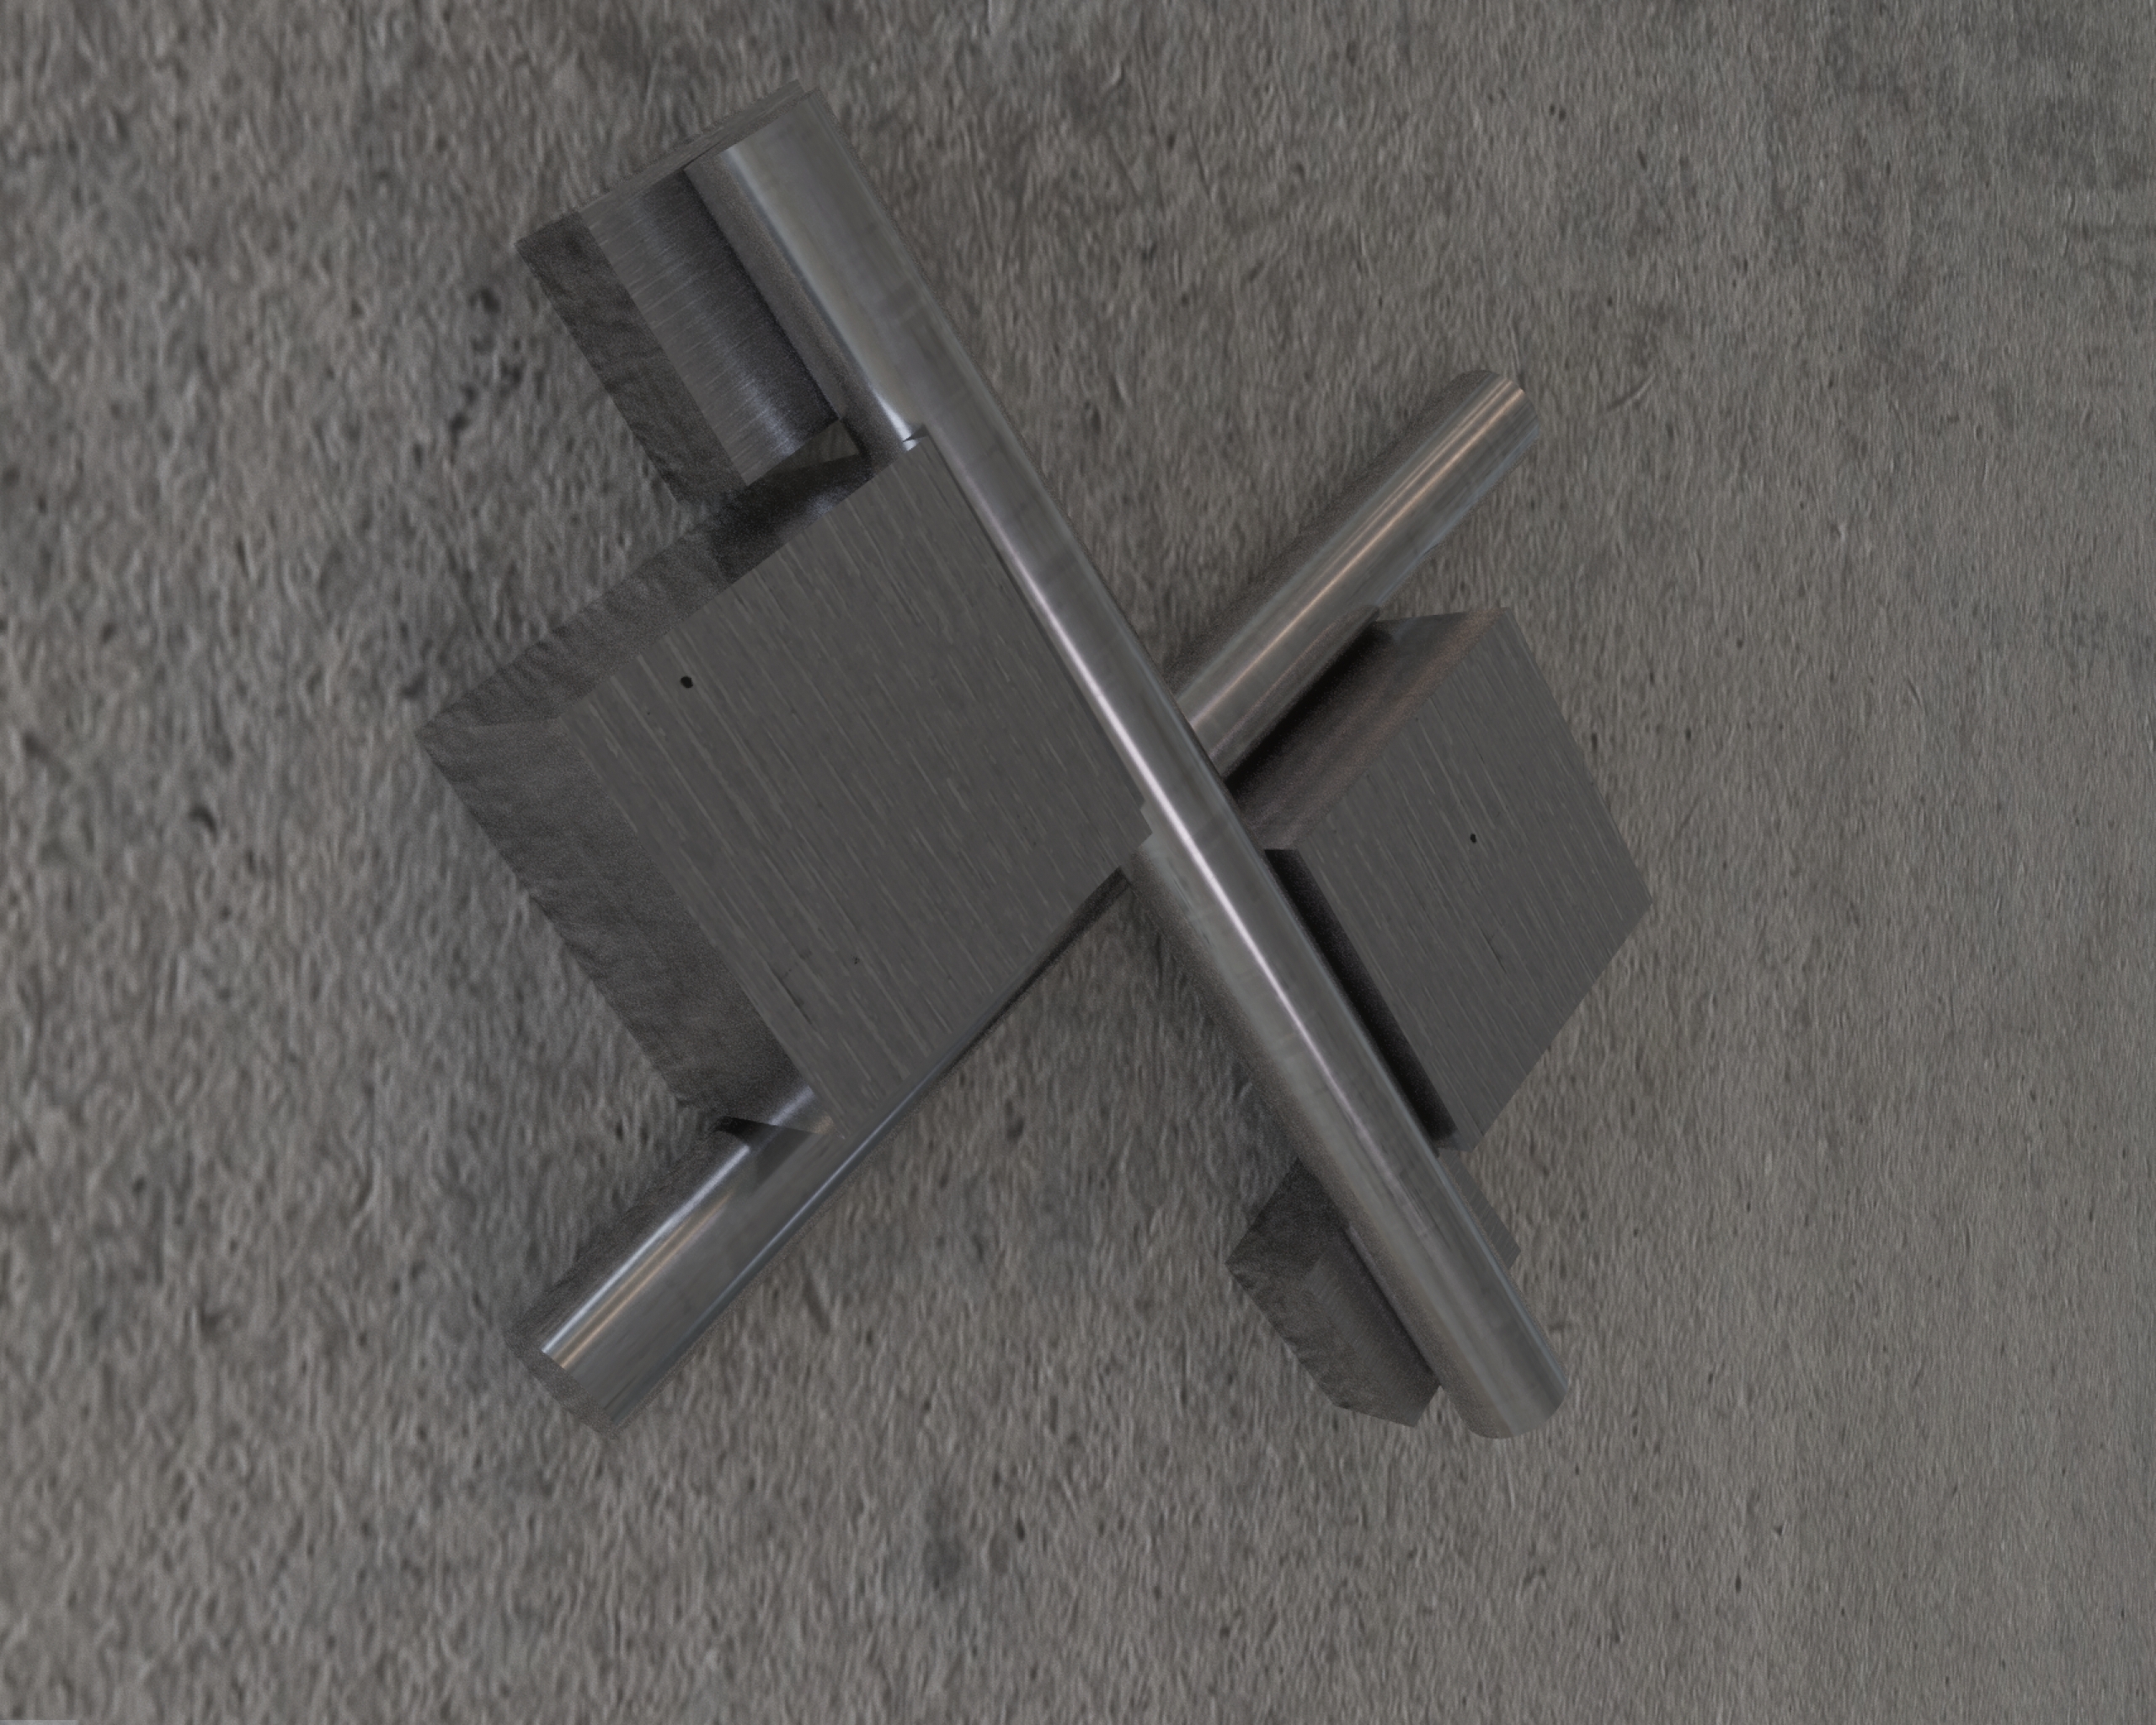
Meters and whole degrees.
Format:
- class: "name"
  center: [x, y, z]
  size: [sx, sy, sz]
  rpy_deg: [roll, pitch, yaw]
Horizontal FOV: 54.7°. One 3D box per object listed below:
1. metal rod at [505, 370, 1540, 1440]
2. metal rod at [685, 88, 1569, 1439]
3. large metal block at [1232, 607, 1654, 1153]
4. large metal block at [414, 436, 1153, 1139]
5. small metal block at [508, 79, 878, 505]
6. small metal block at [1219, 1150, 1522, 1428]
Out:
- class: "metal rod"
  center: [0.007, -0.010, 0.412]
  size: [0.301, 0.025, 0.025]
  rpy_deg: [-46, 118, -30]
- class: "metal rod"
  center: [0.021, 0.000, 0.390]
  size: [0.025, 0.025, 0.299]
  rpy_deg: [-47, 118, -30]
- class: "large metal block"
  center: [0.069, 0.003, 0.447]
  size: [0.080, 0.050, 0.080]
  rpy_deg: [-47, 118, -30]
- class: "large metal block"
  center: [-0.046, -0.013, 0.349]
  size: [0.080, 0.050, 0.080]
  rpy_deg: [-45, 117, -31]
- class: "small metal block"
  center: [-0.059, -0.097, 0.357]
  size: [0.050, 0.025, 0.050]
  rpy_deg: [-45, 117, -31]
- class: "small metal block"
  center: [0.066, 0.087, 0.462]
  size: [0.050, 0.025, 0.050]
  rpy_deg: [-51, 120, -28]
